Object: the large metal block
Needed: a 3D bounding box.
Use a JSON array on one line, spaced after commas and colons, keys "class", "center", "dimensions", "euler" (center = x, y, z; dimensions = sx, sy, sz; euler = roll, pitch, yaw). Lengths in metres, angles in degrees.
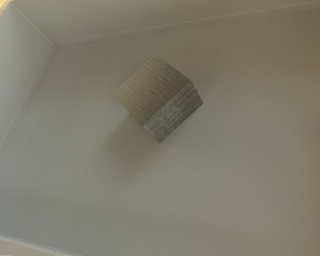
[{"class": "large metal block", "center": [-0.003, -0.040, 0.415], "dimensions": [0.080, 0.050, 0.080], "euler": [-43, 51, -2]}]
